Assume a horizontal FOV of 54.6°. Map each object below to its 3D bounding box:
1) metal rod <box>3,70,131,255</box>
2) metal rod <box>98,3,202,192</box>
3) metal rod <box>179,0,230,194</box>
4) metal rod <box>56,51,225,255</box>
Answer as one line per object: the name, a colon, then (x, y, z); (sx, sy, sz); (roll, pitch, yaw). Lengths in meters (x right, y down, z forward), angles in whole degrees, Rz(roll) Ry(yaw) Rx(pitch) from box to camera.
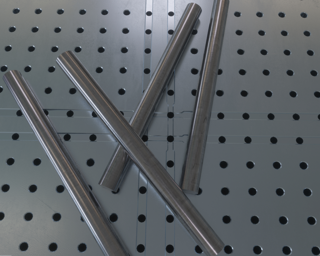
metal rod: (-0.125, 0.043, 0.395); (0.025, 0.025, 0.299); (-33, 73, -11)
metal rod: (-0.006, -0.055, 0.431); (0.025, 0.025, 0.300); (22, 71, 8)
metal rod: (0.065, -0.059, 0.433); (0.025, 0.025, 0.299); (11, 70, 4)
metal rod: (-0.028, 0.027, 0.377); (0.025, 0.025, 0.300); (-37, 84, -12)
